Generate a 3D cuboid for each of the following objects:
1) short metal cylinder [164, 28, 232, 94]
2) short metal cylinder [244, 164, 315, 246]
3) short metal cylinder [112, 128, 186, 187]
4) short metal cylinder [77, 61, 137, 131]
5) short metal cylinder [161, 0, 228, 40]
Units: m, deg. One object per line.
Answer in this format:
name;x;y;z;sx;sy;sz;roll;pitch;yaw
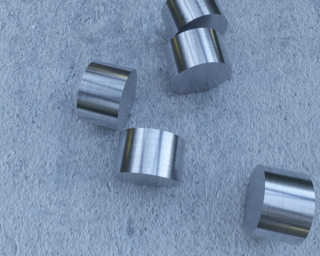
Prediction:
short metal cylinder;0.049;-0.086;0.411;0.081;0.080;0.050;-10;71;-4
short metal cylinder;0.130;0.085;0.349;0.050;0.080;0.080;11;71;4
short metal cylinder;-0.012;0.037;0.365;0.080;0.080;0.050;7;70;2
short metal cylinder;-0.065;-0.041;0.393;0.050;0.080;0.080;14;71;5
short metal cylinder;0.048;-0.150;0.434;0.080;0.080;0.050;-17;71;-6
